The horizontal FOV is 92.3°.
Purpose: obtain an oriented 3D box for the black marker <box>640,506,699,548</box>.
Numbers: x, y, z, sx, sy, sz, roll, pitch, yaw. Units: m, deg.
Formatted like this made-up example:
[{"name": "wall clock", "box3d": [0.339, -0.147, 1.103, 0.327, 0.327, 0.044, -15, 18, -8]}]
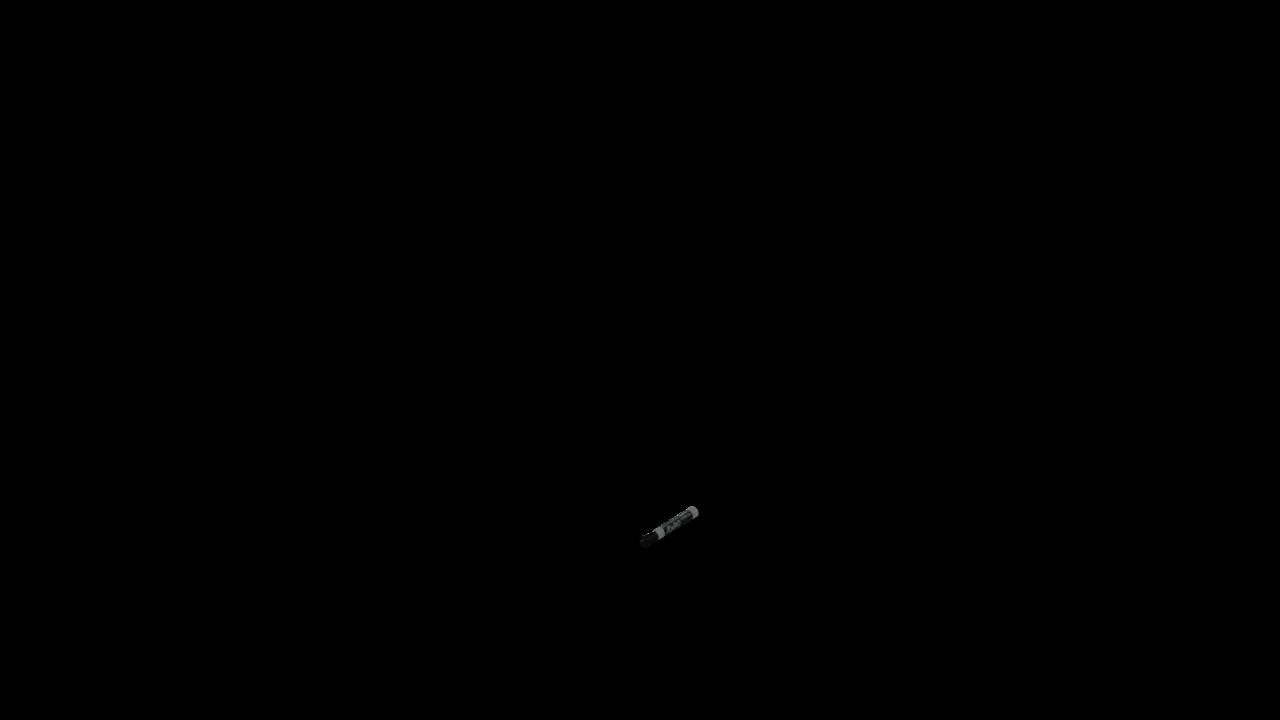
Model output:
[{"name": "black marker", "box3d": [0.045, 0.257, 0.946, 0.121, 0.020, 0.020, -18, 13, -42]}]
